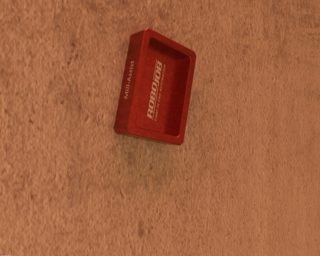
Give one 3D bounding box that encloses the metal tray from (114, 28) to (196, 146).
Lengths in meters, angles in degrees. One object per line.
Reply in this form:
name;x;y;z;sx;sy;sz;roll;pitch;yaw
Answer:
metal tray;-0.003;-0.048;0.397;0.091;0.030;0.129;15;81;-39
